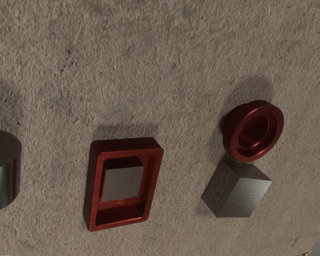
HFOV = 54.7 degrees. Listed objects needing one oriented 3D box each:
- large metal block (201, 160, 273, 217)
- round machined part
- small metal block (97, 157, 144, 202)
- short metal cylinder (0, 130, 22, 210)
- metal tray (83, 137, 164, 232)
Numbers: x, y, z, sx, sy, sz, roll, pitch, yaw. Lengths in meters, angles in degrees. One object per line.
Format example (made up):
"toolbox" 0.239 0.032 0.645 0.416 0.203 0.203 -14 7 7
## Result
"large metal block" 0.130 0.105 0.529 0.081 0.050 0.079 11 113 -34
"round machined part" 0.136 0.001 0.473 0.099 0.042 0.097 -14 125 -21
"small metal block" -0.052 0.065 0.403 0.050 0.025 0.050 -2 120 -28
"short metal cylinder" -0.179 0.040 0.299 0.081 0.080 0.050 0 119 -29
"metal tray" -0.052 0.077 0.424 0.091 0.030 0.129 -3 120 -28
